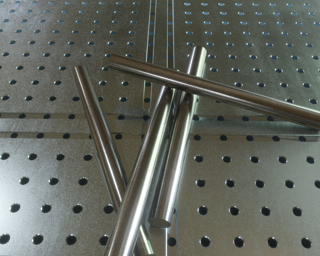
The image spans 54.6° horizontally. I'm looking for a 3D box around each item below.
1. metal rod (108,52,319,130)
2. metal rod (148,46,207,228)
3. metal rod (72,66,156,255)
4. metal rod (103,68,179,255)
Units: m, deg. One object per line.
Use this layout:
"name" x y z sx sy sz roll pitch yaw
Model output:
"metal rod" 0.077 -0.050 0.422 0.301 0.025 0.025 16 52 3
"metal rod" 0.032 -0.013 0.418 0.025 0.025 0.300 10 51 8
"metal rod" -0.070 0.021 0.389 0.025 0.025 0.300 -17 52 -13
"metal rod" -0.009 0.020 0.369 0.025 0.025 0.300 9 44 8
